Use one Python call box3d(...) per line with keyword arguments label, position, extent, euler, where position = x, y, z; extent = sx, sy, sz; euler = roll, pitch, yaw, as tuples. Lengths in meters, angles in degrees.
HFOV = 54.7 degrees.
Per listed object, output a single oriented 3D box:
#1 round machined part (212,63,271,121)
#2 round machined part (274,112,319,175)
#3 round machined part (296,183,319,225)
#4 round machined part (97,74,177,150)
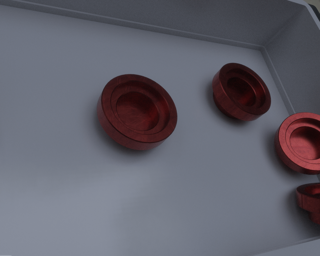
box3d(label="round machined part", position=(0.125, -0.053, 0.497), extent=(0.099, 0.042, 0.098), euler=(14, 56, -21))
box3d(label="round machined part", position=(0.230, 0.028, 0.489), extent=(0.099, 0.042, 0.098), euler=(0, 64, 1))
box3d(label="round machined part", position=(0.246, 0.109, 0.436), extent=(0.099, 0.098, 0.042), euler=(-5, 93, -31))
box3d(label="round machined part", position=(-0.031, -0.016, 0.389), extent=(0.099, 0.042, 0.098), euler=(14, 56, -21))
